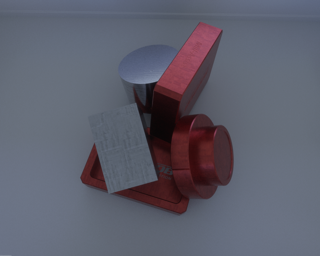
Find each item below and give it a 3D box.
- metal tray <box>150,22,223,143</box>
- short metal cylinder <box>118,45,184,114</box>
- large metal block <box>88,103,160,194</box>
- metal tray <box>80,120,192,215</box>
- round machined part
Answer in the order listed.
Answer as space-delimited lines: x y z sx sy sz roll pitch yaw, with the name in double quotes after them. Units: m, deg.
0.032 -0.056 0.378 0.030 0.089 0.130 24 56 11 "metal tray"
-0.008 -0.064 0.402 0.080 0.050 0.080 -7 47 8 "short metal cylinder"
-0.036 0.022 0.346 0.050 0.080 0.080 -16 87 0 "large metal block"
-0.020 0.046 0.387 0.131 0.030 0.090 16 71 6 "metal tray"
0.054 0.032 0.355 0.042 0.098 0.098 -6 67 30 "round machined part"
